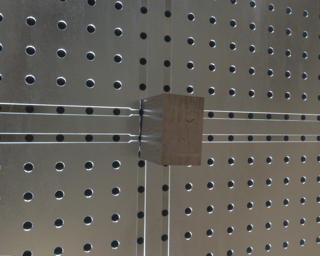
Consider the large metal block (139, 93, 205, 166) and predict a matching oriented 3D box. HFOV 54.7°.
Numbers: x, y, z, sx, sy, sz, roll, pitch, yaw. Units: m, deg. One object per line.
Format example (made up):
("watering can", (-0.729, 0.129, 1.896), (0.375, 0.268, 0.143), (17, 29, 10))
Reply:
("large metal block", (0.012, 0.002, 0.388), (0.050, 0.080, 0.079), (4, 89, -20))
